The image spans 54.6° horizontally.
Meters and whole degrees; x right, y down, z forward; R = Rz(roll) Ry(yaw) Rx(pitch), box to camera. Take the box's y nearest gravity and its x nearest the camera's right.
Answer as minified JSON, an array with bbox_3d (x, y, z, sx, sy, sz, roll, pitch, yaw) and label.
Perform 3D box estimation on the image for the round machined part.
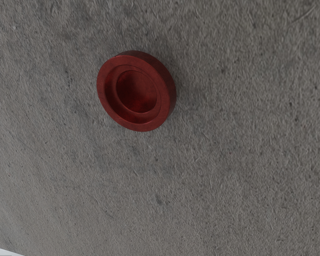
[{"bbox_3d":[-0.025,-0.048,0.380,0.098,0.042,0.097,13,124,21],"label":"round machined part"}]
